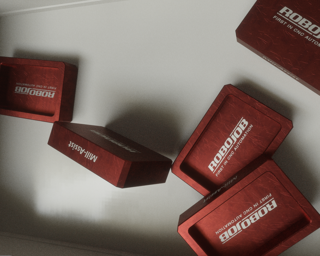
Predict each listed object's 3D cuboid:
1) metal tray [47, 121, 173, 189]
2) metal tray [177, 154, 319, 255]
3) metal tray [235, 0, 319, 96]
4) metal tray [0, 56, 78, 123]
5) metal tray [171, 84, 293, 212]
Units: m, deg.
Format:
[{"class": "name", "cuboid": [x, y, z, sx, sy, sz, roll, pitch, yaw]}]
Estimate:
[{"class": "metal tray", "cuboid": [-0.061, 0.030, 0.382, 0.130, 0.090, 0.030, 23, 98, 33]}, {"class": "metal tray", "cuboid": [0.096, 0.102, 0.344, 0.130, 0.030, 0.090, -40, 91, 11]}, {"class": "metal tray", "cuboid": [0.163, -0.104, 0.343, 0.130, 0.030, 0.090, 37, 102, 10]}, {"class": "metal tray", "cuboid": [-0.194, -0.059, 0.476, 0.130, 0.030, 0.089, 9, 93, 19]}, {"class": "metal tray", "cuboid": [0.085, 0.024, 0.377, 0.090, 0.030, 0.129, 35, 101, 16]}]
